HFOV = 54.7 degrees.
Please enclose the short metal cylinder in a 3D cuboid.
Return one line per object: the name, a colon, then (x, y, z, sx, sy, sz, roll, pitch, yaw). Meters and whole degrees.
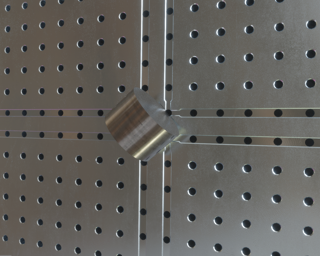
short metal cylinder: (-0.022, -0.005, 0.389, 0.050, 0.080, 0.080, -42, 77, 15)
